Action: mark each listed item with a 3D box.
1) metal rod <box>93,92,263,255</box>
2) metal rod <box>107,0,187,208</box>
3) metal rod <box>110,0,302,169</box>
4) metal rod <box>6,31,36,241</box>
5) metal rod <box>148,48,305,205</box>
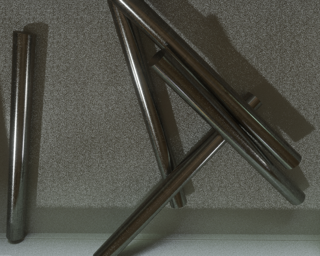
[{"bbox_3d":[0.021,0.071,0.410,0.025,0.025,0.300,42,94,-14],"label":"metal rod"},{"bbox_3d":[-0.012,-0.025,0.401,0.025,0.025,0.298,-15,110,5],"label":"metal rod"},{"bbox_3d":[0.060,-0.053,0.362,0.300,0.025,0.025,41,105,-13],"label":"metal rod"},{"bbox_3d":[-0.189,0.024,0.417,0.025,0.025,0.298,10,110,-4],"label":"metal rod"},{"bbox_3d":[0.099,0.015,0.384,0.025,0.025,0.301,-42,118,14],"label":"metal rod"}]
